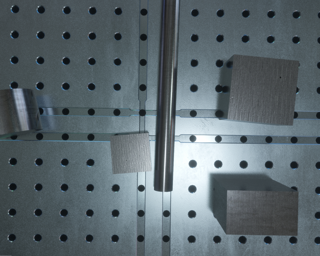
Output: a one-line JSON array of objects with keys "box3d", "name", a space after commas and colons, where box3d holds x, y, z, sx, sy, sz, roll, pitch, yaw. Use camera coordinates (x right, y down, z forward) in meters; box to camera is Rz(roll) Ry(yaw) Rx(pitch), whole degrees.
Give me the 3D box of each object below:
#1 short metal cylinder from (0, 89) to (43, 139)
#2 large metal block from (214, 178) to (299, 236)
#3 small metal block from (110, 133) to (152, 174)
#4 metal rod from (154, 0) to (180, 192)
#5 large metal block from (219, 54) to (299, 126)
[{"box3d": [-0.192, -0.015, 0.383, 0.080, 0.080, 0.050, -12, 90, 0], "name": "short metal cylinder"}, {"box3d": [0.115, 0.095, 0.388, 0.081, 0.080, 0.050, 1, 90, -1], "name": "large metal block"}, {"box3d": [-0.038, 0.033, 0.413, 0.050, 0.025, 0.050, -5, 90, -1], "name": "small metal block"}, {"box3d": [0.010, -0.066, 0.413, 0.025, 0.025, 0.298, 2, 90, -1], "name": "metal rod"}, {"box3d": [0.126, -0.047, 0.403, 0.081, 0.050, 0.079, 6, 90, -1], "name": "large metal block"}]
